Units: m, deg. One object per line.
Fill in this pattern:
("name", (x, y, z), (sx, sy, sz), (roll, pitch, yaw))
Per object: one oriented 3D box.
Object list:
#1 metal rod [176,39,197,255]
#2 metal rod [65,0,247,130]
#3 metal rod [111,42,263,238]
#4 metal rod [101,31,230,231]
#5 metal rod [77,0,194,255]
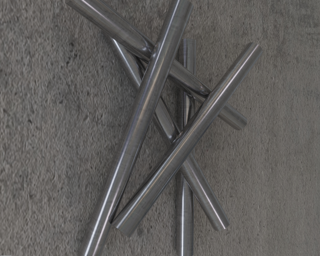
("metal rod", (0.037, 0.027, 0.435), (0.025, 0.025, 0.298), (1, 89, -40))
("metal rod", (0.020, -0.068, 0.385), (0.301, 0.025, 0.025), (30, 71, -38))
("metal rod", (0.045, -0.001, 0.382), (0.301, 0.025, 0.025), (-52, 121, -21))
("metal rod", (0.014, 0.008, 0.394), (0.025, 0.025, 0.299), (-39, 107, -33))
("metal rod", (-0.027, 0.004, 0.338), (0.025, 0.025, 0.299), (20, 91, -38))
